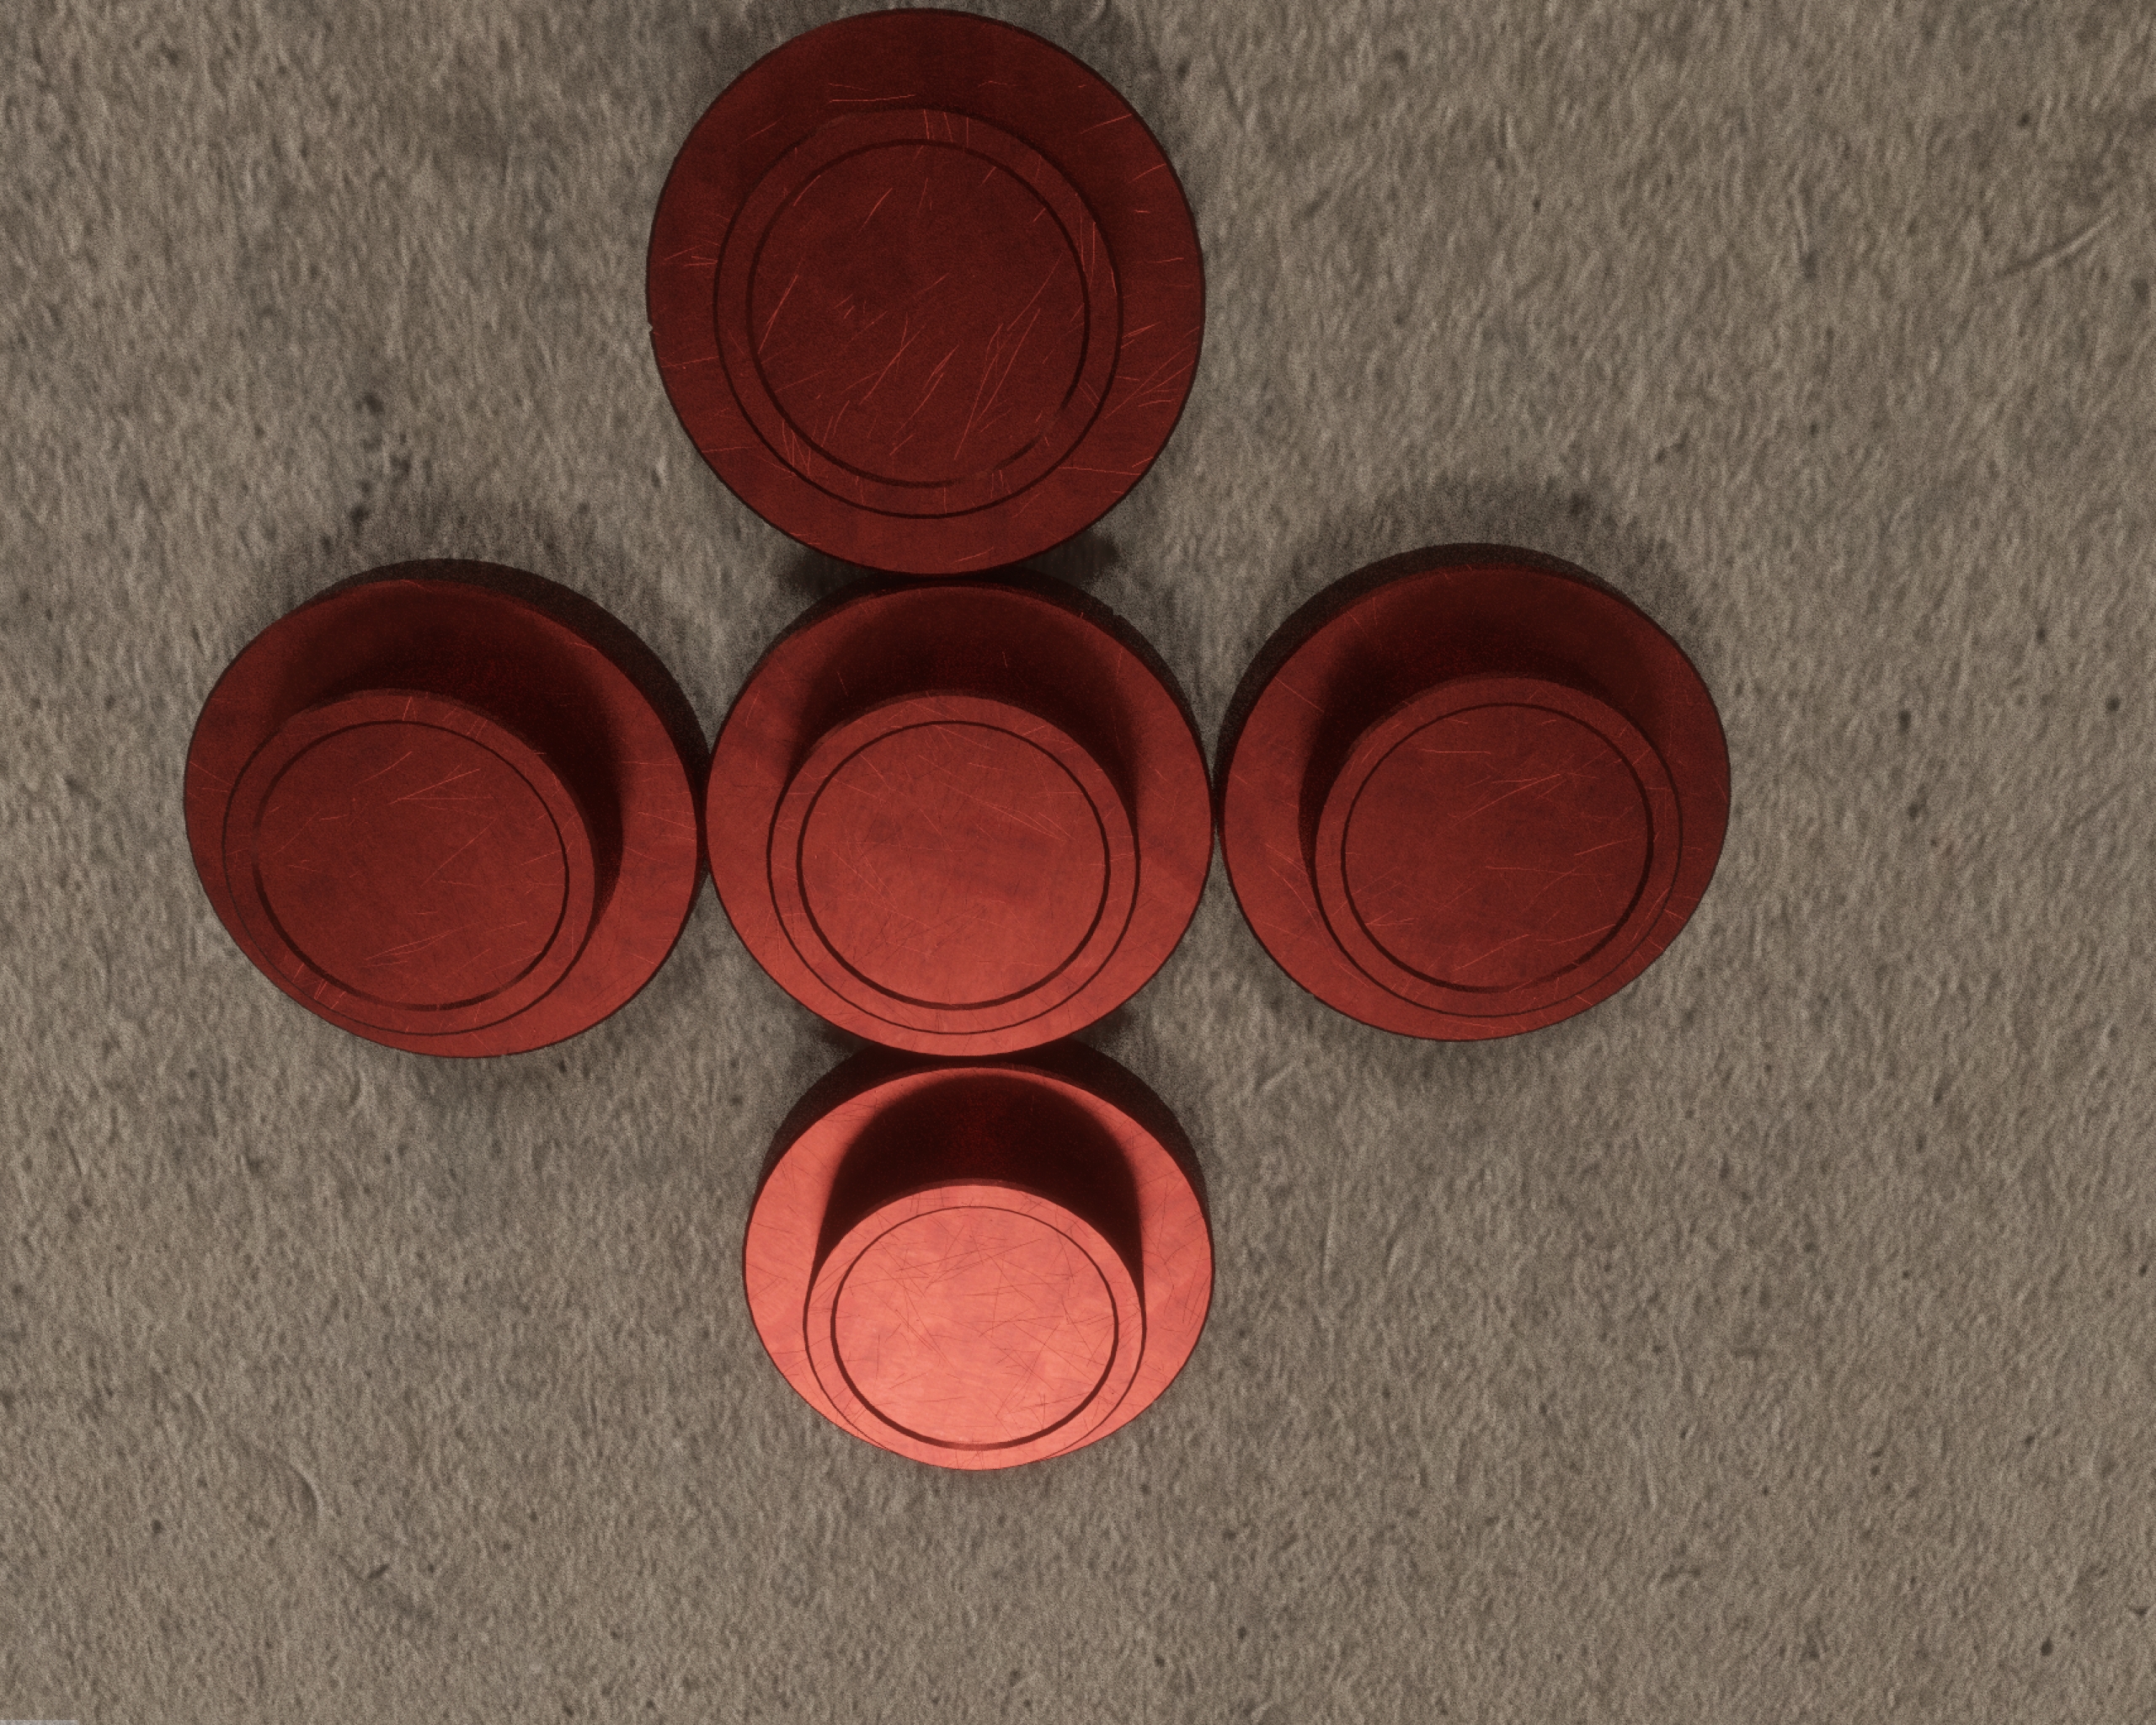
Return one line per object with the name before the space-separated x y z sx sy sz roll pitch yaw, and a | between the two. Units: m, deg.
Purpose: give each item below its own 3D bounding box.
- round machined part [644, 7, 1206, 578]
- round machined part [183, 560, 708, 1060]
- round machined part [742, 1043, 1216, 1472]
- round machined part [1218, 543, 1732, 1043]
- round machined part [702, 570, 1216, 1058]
round machined part | -0.027 -0.098 0.366 0.099 0.042 0.097 0 110 -1
round machined part | -0.121 -0.006 0.398 0.099 0.042 0.097 0 110 -1
round machined part | -0.020 0.086 0.433 0.099 0.042 0.097 0 110 -1
round machined part | 0.076 -0.009 0.400 0.099 0.042 0.097 0 110 -1
round machined part | -0.023 -0.006 0.400 0.099 0.042 0.097 0 110 -1
